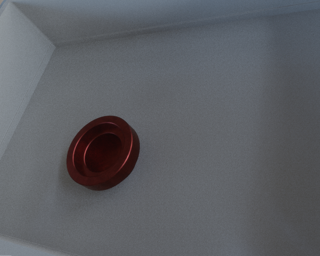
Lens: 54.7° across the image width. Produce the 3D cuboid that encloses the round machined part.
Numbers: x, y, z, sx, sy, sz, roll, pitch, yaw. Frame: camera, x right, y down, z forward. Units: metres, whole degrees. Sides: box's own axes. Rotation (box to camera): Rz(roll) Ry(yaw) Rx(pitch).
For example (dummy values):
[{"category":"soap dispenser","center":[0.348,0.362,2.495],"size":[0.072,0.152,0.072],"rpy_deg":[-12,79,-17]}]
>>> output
[{"category":"round machined part","center":[-0.070,0.036,0.408],"size":[0.098,0.042,0.098],"rpy_deg":[-13,56,20]}]
